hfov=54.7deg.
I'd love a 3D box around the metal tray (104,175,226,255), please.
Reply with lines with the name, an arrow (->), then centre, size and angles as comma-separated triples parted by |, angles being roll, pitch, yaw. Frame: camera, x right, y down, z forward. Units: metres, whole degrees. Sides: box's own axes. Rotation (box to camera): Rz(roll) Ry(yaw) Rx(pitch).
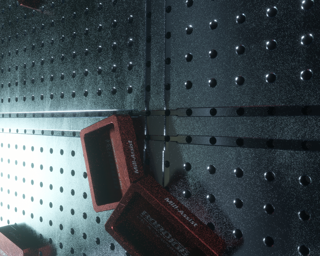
metal tray -> 0.002, 0.132, 0.380 | 0.130, 0.030, 0.089 | 39, 115, 16

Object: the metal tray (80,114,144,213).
metal tray -> -0.071, 0.053, 0.461 | 0.090, 0.030, 0.129 | -21, 77, 37

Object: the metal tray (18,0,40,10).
metal tray -> -0.271, -0.316, 0.625 | 0.090, 0.030, 0.130 | -50, 61, 28

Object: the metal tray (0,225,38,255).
metal tray -> -0.310, 0.273, 0.657 | 0.130, 0.030, 0.089 | 11, 97, 39
